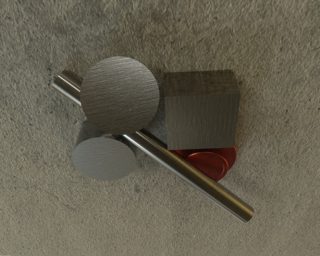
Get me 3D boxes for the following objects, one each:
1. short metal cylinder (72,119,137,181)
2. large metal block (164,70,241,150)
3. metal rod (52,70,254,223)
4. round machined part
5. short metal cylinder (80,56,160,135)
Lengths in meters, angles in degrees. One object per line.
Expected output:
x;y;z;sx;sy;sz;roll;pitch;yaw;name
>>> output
-0.071;0.025;0.414;0.081;0.050;0.079;0;130;0;short metal cylinder
0.047;-0.021;0.372;0.080;0.050;0.079;-3;130;2;large metal block
0.000;0.030;0.390;0.301;0.025;0.025;37;122;-12;metal rod
0.058;0.044;0.434;0.099;0.042;0.097;0;130;0;round machined part
-0.045;-0.034;0.338;0.081;0.050;0.079;-1;92;-14;short metal cylinder
